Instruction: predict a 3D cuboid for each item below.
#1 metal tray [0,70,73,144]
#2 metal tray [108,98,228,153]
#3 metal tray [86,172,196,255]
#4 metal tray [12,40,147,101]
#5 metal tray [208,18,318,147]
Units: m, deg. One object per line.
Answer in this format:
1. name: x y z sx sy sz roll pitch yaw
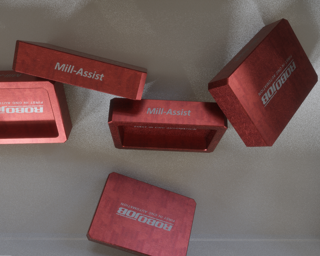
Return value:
1. metal tray: -0.185 -0.024 0.385 0.131 0.030 0.089 -1 125 0
2. metal tray: 0.008 0.000 0.379 0.131 0.090 0.030 3 67 -2
3. metal tray: -0.023 0.124 0.423 0.131 0.090 0.030 20 150 -8
4. metal tray: -0.081 -0.066 0.349 0.131 0.090 0.030 13 102 -5
5. metal tray: 0.122 -0.052 0.351 0.131 0.030 0.090 -46 109 -27
